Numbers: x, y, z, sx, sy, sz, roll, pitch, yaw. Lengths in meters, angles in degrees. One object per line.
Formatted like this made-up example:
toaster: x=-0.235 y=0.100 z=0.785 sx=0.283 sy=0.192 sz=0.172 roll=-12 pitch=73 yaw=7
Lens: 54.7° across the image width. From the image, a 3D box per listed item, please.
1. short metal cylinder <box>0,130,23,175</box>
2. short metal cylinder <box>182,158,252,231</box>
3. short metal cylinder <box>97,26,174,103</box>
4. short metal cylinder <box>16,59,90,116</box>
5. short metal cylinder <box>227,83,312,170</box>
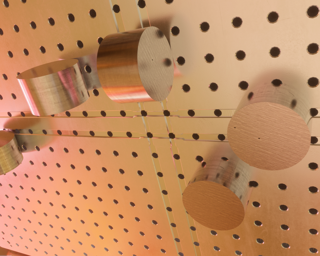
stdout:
short metal cylinder: x=-0.298 y=0.045 z=0.561 sx=0.080 sy=0.080 sz=0.050 roll=7 pitch=122 yaw=24
short metal cylinder: x=0.076 y=0.087 z=0.409 sx=0.080 sy=0.050 sz=0.079 roll=13 pitch=124 yaw=21
short metal cylinder: x=-0.025 y=-0.068 z=0.346 sx=0.050 sy=0.080 sz=0.080 roll=-1 pitch=118 yaw=28
short metal cylinder: x=-0.141 y=-0.056 z=0.415 sx=0.080 sy=0.080 sz=0.050 roll=2 pitch=119 yaw=27
short metal cylinder: x=0.118 y=-0.002 z=0.332 sx=0.080 sy=0.050 sz=0.079 roll=13 pitch=124 yaw=21
